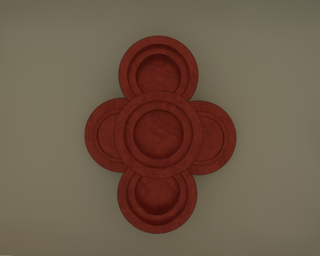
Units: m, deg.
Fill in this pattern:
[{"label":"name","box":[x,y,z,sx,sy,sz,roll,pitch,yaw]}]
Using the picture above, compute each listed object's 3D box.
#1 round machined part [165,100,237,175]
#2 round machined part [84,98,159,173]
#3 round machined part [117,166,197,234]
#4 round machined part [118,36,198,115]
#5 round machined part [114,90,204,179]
[{"label":"round machined part","box":[0.051,0.013,0.401,0.099,0.042,0.097,0,90,-1]},{"label":"round machined part","box":[-0.049,0.009,0.400,0.099,0.042,0.097,0,90,-1]},{"label":"round machined part","box":[-0.003,0.082,0.401,0.099,0.042,0.097,0,90,-1]},{"label":"round machined part","box":[-0.002,-0.065,0.401,0.099,0.042,0.097,0,90,-1]},{"label":"round machined part","box":[-0.002,0.007,0.359,0.099,0.042,0.097,0,90,-1]}]
